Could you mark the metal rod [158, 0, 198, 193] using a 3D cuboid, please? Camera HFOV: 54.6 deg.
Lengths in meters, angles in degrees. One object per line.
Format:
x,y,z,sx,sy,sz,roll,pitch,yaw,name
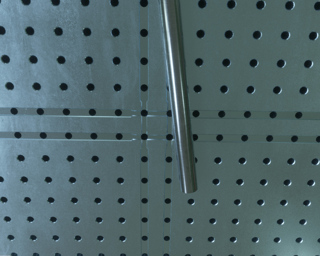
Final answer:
0.023,-0.052,0.394,0.025,0.025,0.298,-7,110,2,metal rod
